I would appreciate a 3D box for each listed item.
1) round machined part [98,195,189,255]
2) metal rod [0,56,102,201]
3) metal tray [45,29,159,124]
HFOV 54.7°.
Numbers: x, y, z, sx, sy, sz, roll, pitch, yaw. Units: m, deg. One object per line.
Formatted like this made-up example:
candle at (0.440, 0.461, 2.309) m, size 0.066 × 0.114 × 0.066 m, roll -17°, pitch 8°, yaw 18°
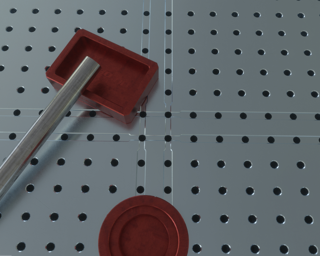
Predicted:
round machined part at (-0.018, 0.129, 0.355) m, size 0.099 × 0.042 × 0.098 m, roll 0°, pitch 70°, yaw -1°
metal rod at (-0.171, 0.036, 0.377) m, size 0.025 × 0.025 × 0.300 m, roll 33°, pitch 80°, yaw 11°
metal tray at (-0.079, -0.074, 0.435) m, size 0.130 × 0.030 × 0.090 m, roll 27°, pitch 72°, yaw 9°
